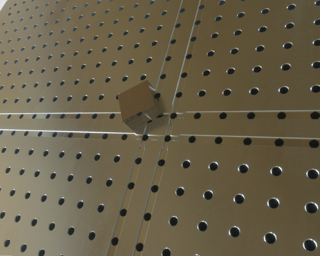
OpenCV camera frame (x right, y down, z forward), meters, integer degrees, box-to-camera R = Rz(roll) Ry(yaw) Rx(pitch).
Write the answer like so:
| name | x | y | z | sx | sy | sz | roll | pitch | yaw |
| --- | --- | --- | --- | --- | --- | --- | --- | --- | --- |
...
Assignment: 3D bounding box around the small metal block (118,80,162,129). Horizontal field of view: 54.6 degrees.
| name | x | y | z | sx | sy | sz | roll | pitch | yaw |
| --- | --- | --- | --- | --- | --- | --- | --- | --- | --- |
| small metal block | -0.030 | -0.034 | 0.446 | 0.050 | 0.025 | 0.050 | -25 | 53 | 13 |
